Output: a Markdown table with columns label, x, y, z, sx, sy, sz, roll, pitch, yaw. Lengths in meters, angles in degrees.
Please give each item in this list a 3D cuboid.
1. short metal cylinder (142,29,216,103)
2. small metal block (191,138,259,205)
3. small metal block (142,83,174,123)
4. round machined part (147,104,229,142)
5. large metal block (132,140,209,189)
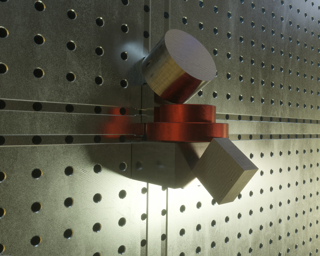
| label | x | y | z | sx | sy | sz | roll | pitch | yaw |
| --- | --- | --- | --- | --- | --- | --- | --- | --- | --- |
| short metal cylinder | 0.024 | -0.077 | 0.393 | 0.080 | 0.050 | 0.080 | 23 | 47 | -27 |
| small metal block | 0.068 | 0.046 | 0.334 | 0.025 | 0.050 | 0.050 | 2 | 127 | -41 |
| small metal block | 0.004 | -0.031 | 0.413 | 0.050 | 0.025 | 0.050 | 1 | 90 | -40 |
| round machined part | 0.034 | -0.006 | 0.378 | 0.099 | 0.098 | 0.042 | 1 | 90 | -40 |
| large metal block | 0.021 | 0.042 | 0.392 | 0.081 | 0.080 | 0.050 | 1 | 90 | -40 |
